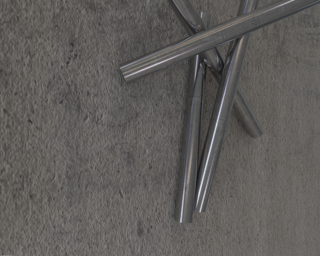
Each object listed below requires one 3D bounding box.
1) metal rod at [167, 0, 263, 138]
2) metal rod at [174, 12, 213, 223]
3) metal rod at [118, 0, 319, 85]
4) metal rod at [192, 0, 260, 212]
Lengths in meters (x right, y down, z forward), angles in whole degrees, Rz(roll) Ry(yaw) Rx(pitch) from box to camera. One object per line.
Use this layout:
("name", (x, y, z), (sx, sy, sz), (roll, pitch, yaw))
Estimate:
("metal rod", (0.092, -0.078, 0.453), (0.300, 0.025, 0.025), (48, 62, -39))
("metal rod", (0.049, -0.018, 0.445), (0.025, 0.025, 0.298), (11, 83, -40))
("metal rod", (0.092, -0.124, 0.387), (0.302, 0.025, 0.025), (-24, 108, -6))
("metal rod", (0.087, -0.027, 0.431), (0.025, 0.025, 0.298), (6, 100, -40))
